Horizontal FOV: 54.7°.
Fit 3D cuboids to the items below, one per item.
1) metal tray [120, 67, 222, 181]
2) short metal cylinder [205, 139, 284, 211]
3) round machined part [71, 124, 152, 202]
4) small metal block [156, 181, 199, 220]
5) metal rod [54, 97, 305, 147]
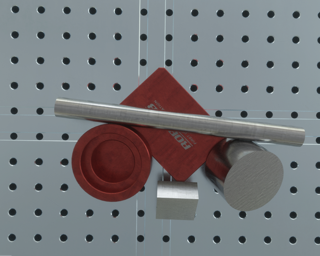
[{"bbox_3d":[0.014,-0.004,0.412,0.090,0.030,0.130,-43,91,0],"label":"metal tray"},{"bbox_3d":[0.104,0.056,0.387,0.081,0.050,0.079,-6,110,-16],"label":"short metal cylinder"},{"bbox_3d":[-0.059,0.041,0.399,0.099,0.042,0.097,0,96,4],"label":"round machined part"},{"bbox_3d":[0.021,0.094,0.400,0.050,0.025,0.050,3,133,-1],"label":"small metal block"},{"bbox_3d":[0.024,-0.007,0.382,0.302,0.025,0.025,7,90,-1],"label":"metal rod"}]
